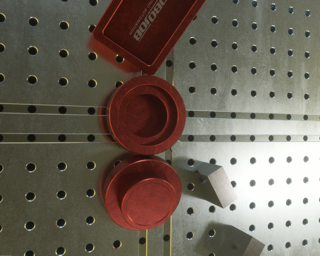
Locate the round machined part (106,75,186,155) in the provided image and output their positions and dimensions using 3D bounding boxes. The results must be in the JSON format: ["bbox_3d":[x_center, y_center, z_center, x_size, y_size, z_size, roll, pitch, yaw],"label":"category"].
[{"bbox_3d":[-0.020,-0.015,0.396,0.099,0.042,0.097,0,90,-20],"label":"round machined part"}]

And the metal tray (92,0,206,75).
[{"bbox_3d":[-0.011,-0.142,0.379,0.090,0.030,0.129,32,103,-18],"label":"metal tray"}]

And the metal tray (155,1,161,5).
[{"bbox_3d":[-0.014,-0.229,0.404,0.090,0.030,0.130,-46,104,-14],"label":"metal tray"}]

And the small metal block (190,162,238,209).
[{"bbox_3d":[0.074,0.077,0.426,0.025,0.050,0.050,-30,100,-17],"label":"small metal block"}]

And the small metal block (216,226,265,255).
[{"bbox_3d":[0.114,0.175,0.441,0.025,0.050,0.050,36,79,-17],"label":"small metal block"}]

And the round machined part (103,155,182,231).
[{"bbox_3d":[-0.018,0.085,0.384,0.099,0.042,0.097,-6,107,-18],"label":"round machined part"}]
